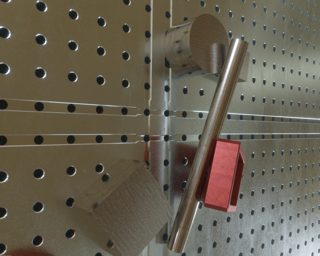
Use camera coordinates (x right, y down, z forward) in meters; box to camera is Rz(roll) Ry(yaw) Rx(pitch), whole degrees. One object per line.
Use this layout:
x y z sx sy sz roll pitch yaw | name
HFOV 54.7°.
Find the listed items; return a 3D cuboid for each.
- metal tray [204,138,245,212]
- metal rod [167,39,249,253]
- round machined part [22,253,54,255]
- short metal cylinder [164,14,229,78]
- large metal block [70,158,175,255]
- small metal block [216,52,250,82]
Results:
0.097 0.073 0.446 0.130 0.030 0.090 40 62 -67 | metal tray
0.066 0.025 0.427 0.025 0.025 0.298 17 91 -39 | metal rod
-0.122 0.176 0.296 0.099 0.042 0.097 0 90 -40 | round machined part
0.052 -0.113 0.437 0.081 0.050 0.079 0 90 -40 | short metal cylinder
-0.041 0.093 0.359 0.080 0.050 0.080 -42 116 -32 | large metal block
0.121 -0.106 0.510 0.050 0.025 0.050 13 82 -39 | small metal block
